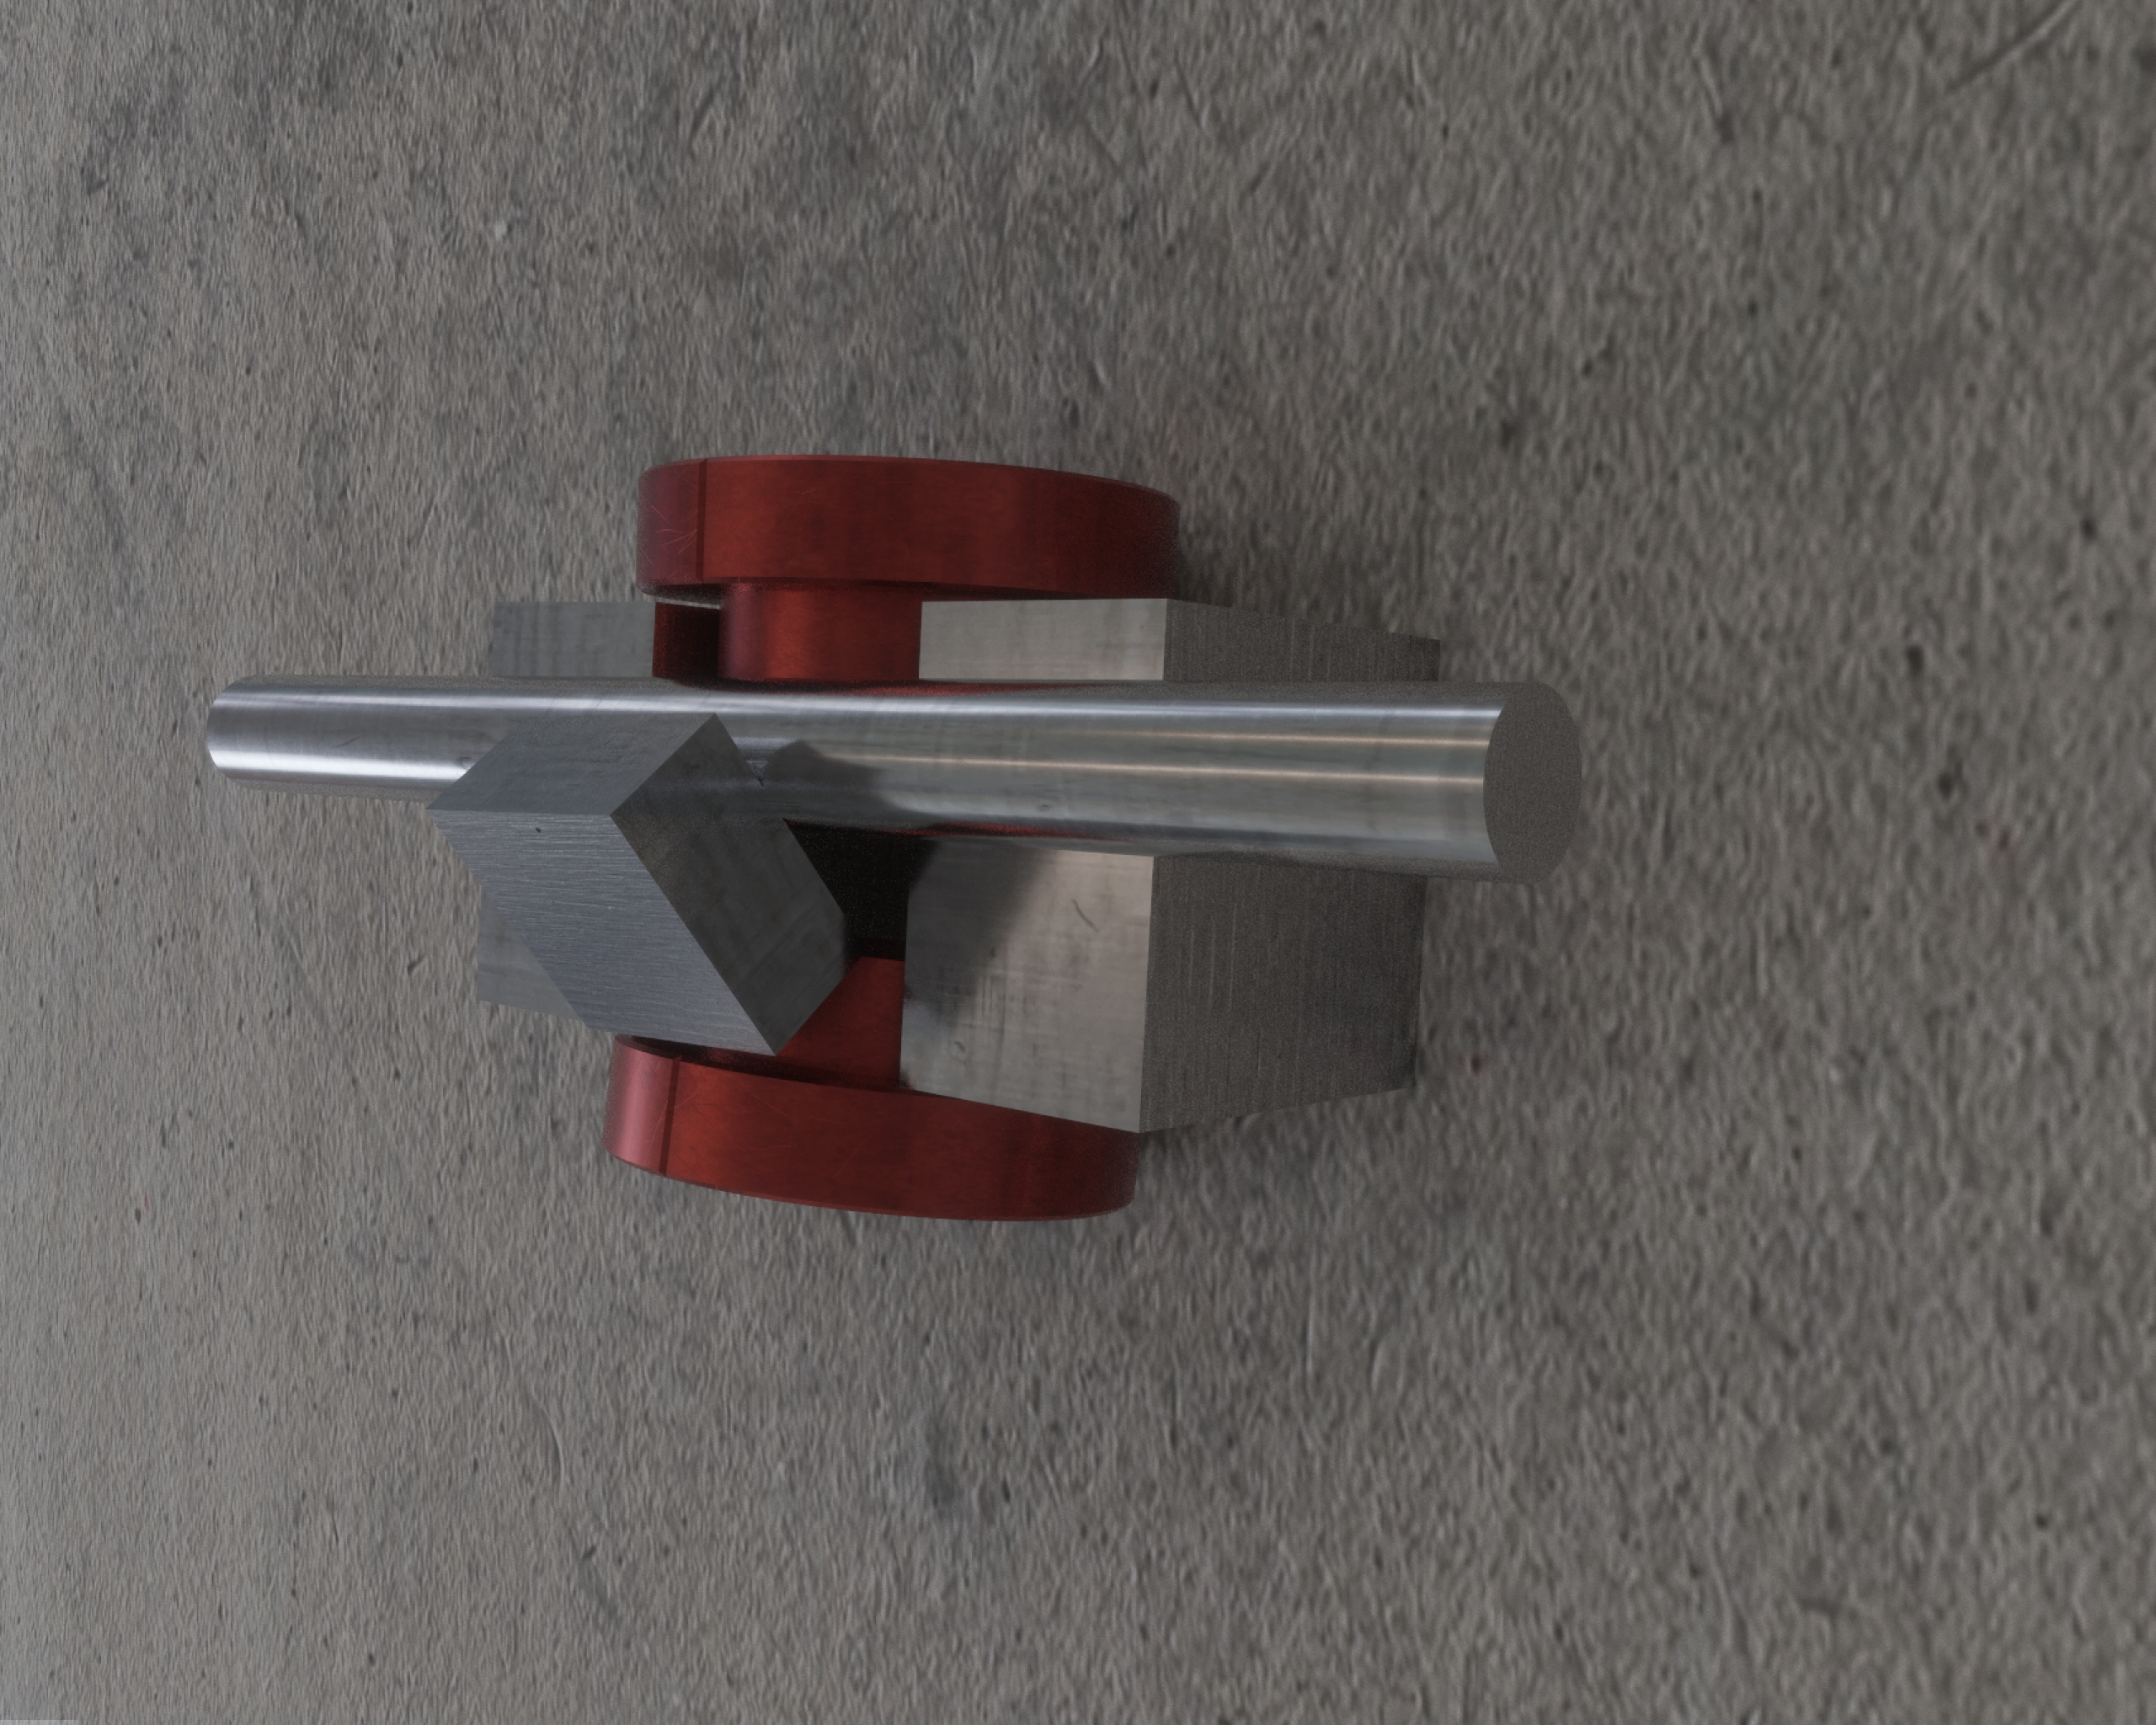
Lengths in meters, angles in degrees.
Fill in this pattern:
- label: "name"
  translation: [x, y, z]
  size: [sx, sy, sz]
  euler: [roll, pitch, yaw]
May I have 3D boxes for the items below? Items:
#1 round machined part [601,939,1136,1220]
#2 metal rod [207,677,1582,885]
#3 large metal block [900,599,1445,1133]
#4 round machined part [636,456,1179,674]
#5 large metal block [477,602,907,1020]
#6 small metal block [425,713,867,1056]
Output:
- label: "round machined part"
  translation: [-0.036, 0.036, 0.388]
  size: [0.098, 0.099, 0.042]
  euler: [6, 89, 40]
- label: "metal rod"
  translation: [-0.059, -0.019, 0.351]
  size: [0.300, 0.025, 0.025]
  euler: [5, 93, 40]
- label: "large metal block"
  translation: [0.018, -0.001, 0.356]
  size: [0.050, 0.081, 0.079]
  euler: [5, 93, 40]
- label: "round machined part"
  translation: [-0.031, -0.047, 0.385]
  size: [0.098, 0.099, 0.042]
  euler: [5, 94, 40]
- label: "large metal block"
  translation: [-0.073, -0.010, 0.431]
  size: [0.050, 0.081, 0.079]
  euler: [6, 94, 40]
- label: "small metal block"
  translation: [-0.071, 0.003, 0.343]
  size: [0.050, 0.025, 0.050]
  euler: [2, 132, 41]
